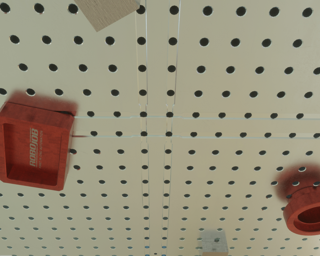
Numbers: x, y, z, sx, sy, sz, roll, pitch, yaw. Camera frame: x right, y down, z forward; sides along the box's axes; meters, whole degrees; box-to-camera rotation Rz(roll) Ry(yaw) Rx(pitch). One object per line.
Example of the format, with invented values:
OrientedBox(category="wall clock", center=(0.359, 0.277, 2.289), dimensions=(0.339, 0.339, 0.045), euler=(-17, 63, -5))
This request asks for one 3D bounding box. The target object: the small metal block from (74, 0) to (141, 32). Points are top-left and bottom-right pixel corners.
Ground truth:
OrientedBox(category="small metal block", center=(-0.054, -0.130, 0.300), dimensions=(0.050, 0.025, 0.050), euler=(-23, 127, 18))

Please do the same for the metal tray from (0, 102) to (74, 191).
OrientedBox(category="metal tray", center=(-0.174, 0.031, 0.432), dimensions=(0.091, 0.030, 0.129), euler=(12, 129, -10))

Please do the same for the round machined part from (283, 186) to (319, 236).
OrientedBox(category="round machined part", center=(0.256, 0.135, 0.518), dimensions=(0.099, 0.042, 0.097), euler=(0, 130, 0))

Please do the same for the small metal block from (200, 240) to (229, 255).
OrientedBox(category="small metal block", center=(0.108, 0.252, 0.627), dimensions=(0.050, 0.025, 0.050), euler=(1, 130, -1))
